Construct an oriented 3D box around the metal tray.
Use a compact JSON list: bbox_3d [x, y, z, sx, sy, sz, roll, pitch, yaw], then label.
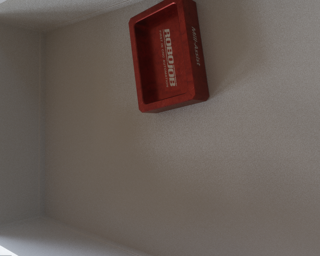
[{"bbox_3d":[0.008,-0.090,0.394,0.090,0.030,0.129,-12,83,39],"label":"metal tray"}]
